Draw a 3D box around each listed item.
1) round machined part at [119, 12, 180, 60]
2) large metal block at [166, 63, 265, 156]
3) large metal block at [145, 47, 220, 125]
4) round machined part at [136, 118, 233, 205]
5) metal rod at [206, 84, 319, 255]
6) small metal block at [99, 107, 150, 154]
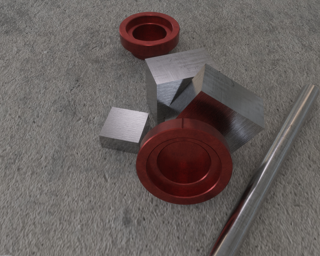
[{"bbox_3d":[-0.017,-0.150,0.518,0.099,0.042,0.098,0,50,0],"label":"round machined part"},{"bbox_3d":[0.060,-0.013,0.358,0.080,0.080,0.050,29,44,-13],"label":"large metal block"},{"bbox_3d":[0.027,-0.052,0.412,0.081,0.080,0.050,-14,52,-11],"label":"large metal block"},{"bbox_3d":[0.026,0.032,0.334,0.099,0.097,0.042,4,30,3],"label":"round machined part"},{"bbox_3d":[0.133,0.042,0.368,0.025,0.025,0.301,28,55,21],"label":"metal rod"},{"bbox_3d":[-0.045,0.003,0.400,0.050,0.025,0.050,10,51,8],"label":"small metal block"}]
